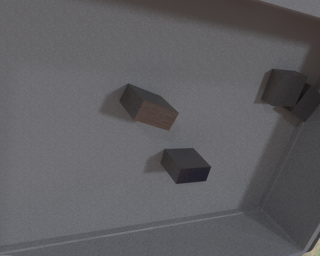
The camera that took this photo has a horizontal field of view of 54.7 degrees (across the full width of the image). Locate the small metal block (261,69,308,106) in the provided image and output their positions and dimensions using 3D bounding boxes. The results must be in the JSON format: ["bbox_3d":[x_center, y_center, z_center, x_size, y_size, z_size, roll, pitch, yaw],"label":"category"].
[{"bbox_3d":[0.190,-0.061,0.474,0.050,0.025,0.050,-1,119,-28],"label":"small metal block"}]

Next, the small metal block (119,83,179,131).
[{"bbox_3d":[-0.014,-0.025,0.369,0.050,0.050,0.025,18,109,-35],"label":"small metal block"}]

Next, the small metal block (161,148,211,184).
[{"bbox_3d":[0.036,0.053,0.445,0.050,0.050,0.025,0,118,-29],"label":"small metal block"}]

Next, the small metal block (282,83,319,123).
[{"bbox_3d":[0.233,-0.043,0.509,0.050,0.025,0.050,25,105,-37],"label":"small metal block"}]
